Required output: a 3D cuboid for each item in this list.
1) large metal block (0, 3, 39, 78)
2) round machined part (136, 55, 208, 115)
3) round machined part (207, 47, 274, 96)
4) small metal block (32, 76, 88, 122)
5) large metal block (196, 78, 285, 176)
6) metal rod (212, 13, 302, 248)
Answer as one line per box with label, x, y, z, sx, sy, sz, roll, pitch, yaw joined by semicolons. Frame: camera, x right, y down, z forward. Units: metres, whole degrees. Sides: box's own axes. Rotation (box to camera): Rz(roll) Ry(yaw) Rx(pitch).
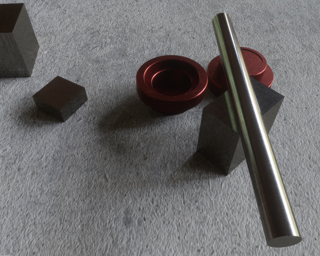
large metal block;-0.231;-0.134;0.479;0.050;0.080;0.080;-4;50;-3
round machined part;0.016;-0.057;0.440;0.099;0.042;0.098;0;50;0
round machined part;0.120;-0.085;0.464;0.099;0.042;0.098;0;50;0
small metal block;-0.140;-0.042;0.437;0.050;0.025;0.050;25;54;19
large metal block;0.093;-0.003;0.370;0.080;0.080;0.050;-36;59;-26
metal rod;0.088;-0.031;0.325;0.025;0.025;0.300;-1;50;-1
